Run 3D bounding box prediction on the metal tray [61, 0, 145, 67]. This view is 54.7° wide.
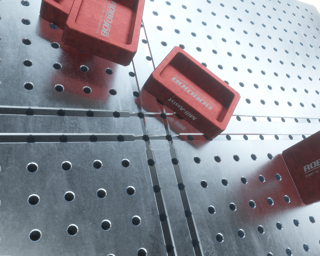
[{"bbox_3d":[-0.072,-0.153,0.421,0.091,0.030,0.130,18,55,-19],"label":"metal tray"}]

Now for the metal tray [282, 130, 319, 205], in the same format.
[{"bbox_3d":[0.249,0.049,0.448,0.030,0.129,0.090,-1,63,-29],"label":"metal tray"}]

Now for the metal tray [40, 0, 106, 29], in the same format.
[{"bbox_3d":[-0.106,-0.190,0.464,0.090,0.030,0.130,28,52,-11],"label":"metal tray"}]

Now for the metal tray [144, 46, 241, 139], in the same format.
[{"bbox_3d":[0.052,-0.055,0.468,0.130,0.030,0.090,37,51,-4],"label":"metal tray"}]
